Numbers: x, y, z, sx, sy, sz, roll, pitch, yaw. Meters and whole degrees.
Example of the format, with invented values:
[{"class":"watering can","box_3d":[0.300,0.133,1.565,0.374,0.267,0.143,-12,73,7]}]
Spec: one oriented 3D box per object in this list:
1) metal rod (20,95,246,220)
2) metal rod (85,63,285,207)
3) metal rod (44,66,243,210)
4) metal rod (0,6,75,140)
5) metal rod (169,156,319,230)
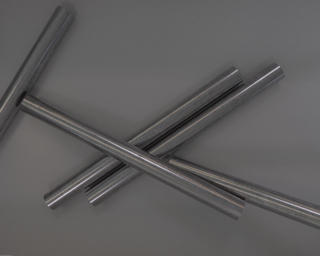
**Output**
[{"class":"metal rod","box_3d":[-0.041,0.032,0.383,0.301,0.025,0.025,26,90,9]},{"class":"metal rod","box_3d":[0.033,0.009,0.411,0.301,0.025,0.025,-34,90,0]},{"class":"metal rod","box_3d":[-0.021,0.013,0.411,0.301,0.025,0.025,-34,90,0]},{"class":"metal rod","box_3d":[-0.202,-0.026,0.409,0.025,0.025,0.299,31,90,0]},{"class":"metal rod","box_3d":[0.147,0.090,0.353,0.301,0.025,0.025,17,90,24]}]
